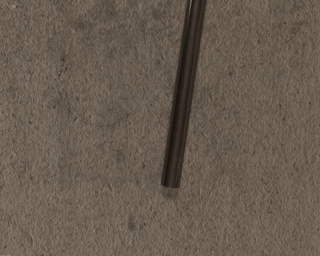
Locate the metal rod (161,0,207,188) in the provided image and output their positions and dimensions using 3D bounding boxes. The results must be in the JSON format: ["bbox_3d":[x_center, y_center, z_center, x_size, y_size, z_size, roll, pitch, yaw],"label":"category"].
[{"bbox_3d":[0.035,-0.071,0.410,0.025,0.025,0.298,8,90,-1],"label":"metal rod"}]
